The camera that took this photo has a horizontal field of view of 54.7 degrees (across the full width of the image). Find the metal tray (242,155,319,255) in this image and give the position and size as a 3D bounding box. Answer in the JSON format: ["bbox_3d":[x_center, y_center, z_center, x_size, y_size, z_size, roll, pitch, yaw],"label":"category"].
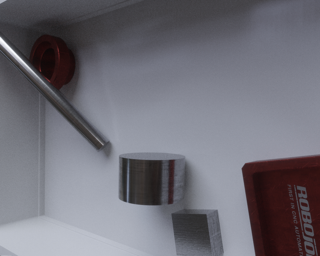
[{"bbox_3d":[0.134,0.093,0.291,0.090,0.030,0.129,-12,82,39],"label":"metal tray"}]

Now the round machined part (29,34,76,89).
[{"bbox_3d":[-0.187,-0.111,0.547,0.098,0.042,0.097,0,90,39],"label":"round machined part"}]

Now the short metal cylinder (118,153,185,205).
[{"bbox_3d":[-0.010,0.059,0.377,0.080,0.081,0.050,2,92,39],"label":"short metal cylinder"}]

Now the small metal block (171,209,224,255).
[{"bbox_3d":[0.044,0.125,0.369,0.050,0.025,0.050,-12,83,39],"label":"small metal block"}]

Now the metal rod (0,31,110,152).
[{"bbox_3d":[-0.193,-0.076,0.489,0.300,0.025,0.025,45,119,4],"label":"metal rod"}]
